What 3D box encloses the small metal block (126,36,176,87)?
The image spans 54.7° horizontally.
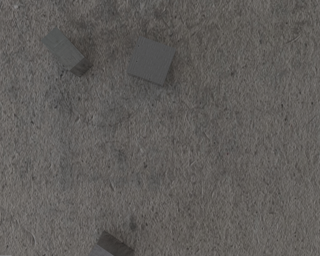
[{"bbox_3d":[-0.011,-0.087,0.410,0.050,0.025,0.050,20,90,0],"label":"small metal block"}]

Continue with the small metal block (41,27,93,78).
[{"bbox_3d":[-0.117,-0.095,0.396,0.025,0.050,0.050,-43,90,0],"label":"small metal block"}]

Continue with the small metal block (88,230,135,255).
[{"bbox_3d":[-0.063,0.164,0.397,0.050,0.050,0.025,34,90,0],"label":"small metal block"}]
